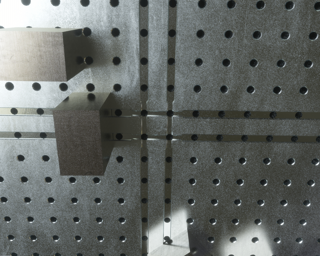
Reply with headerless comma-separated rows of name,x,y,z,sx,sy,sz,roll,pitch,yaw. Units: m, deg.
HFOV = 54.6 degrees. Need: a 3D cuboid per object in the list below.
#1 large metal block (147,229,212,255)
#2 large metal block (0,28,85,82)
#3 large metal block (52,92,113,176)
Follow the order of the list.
large metal block,0.036,0.219,0.481,0.080,0.050,0.080,-37,106,12
large metal block,-0.137,-0.086,0.351,0.080,0.080,0.050,1,110,0
large metal block,-0.091,0.004,0.385,0.050,0.080,0.079,0,110,0
